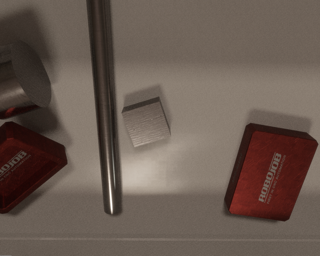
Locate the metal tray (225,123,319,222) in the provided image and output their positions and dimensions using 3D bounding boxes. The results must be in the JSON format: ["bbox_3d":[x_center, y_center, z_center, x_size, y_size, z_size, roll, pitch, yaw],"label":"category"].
[{"bbox_3d":[0.152,0.064,0.435,0.091,0.030,0.129,10,110,-4],"label":"metal tray"}]

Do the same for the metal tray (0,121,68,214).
[{"bbox_3d":[-0.199,0.057,0.402,0.130,0.030,0.090,-38,140,12],"label":"metal tray"}]

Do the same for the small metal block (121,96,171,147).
[{"bbox_3d":[-0.017,-0.008,0.408,0.050,0.025,0.050,-17,110,5],"label":"small metal block"}]

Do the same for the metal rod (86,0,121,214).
[{"bbox_3d":[-0.071,-0.021,0.402,0.025,0.025,0.298,-1,110,0],"label":"metal rod"}]

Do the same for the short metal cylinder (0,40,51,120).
[{"bbox_3d":[-0.170,-0.055,0.359,0.050,0.080,0.080,-17,110,6],"label":"short metal cylinder"}]
